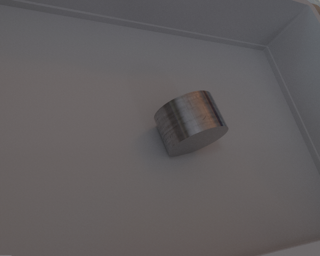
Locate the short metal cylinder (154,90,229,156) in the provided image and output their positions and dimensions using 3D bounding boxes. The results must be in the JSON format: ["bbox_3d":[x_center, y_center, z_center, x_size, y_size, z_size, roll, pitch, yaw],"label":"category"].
[{"bbox_3d":[0.039,-0.004,0.393,0.081,0.080,0.050,-10,67,-32],"label":"short metal cylinder"}]
